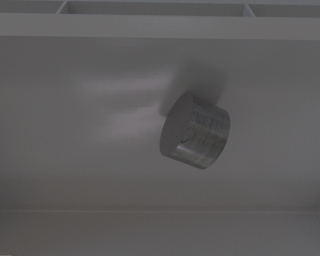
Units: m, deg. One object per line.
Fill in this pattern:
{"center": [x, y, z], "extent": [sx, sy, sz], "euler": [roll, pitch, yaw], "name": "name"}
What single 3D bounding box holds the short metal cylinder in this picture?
{"center": [0.040, 0.005, 0.377], "extent": [0.050, 0.080, 0.080], "euler": [22, 127, -18], "name": "short metal cylinder"}
